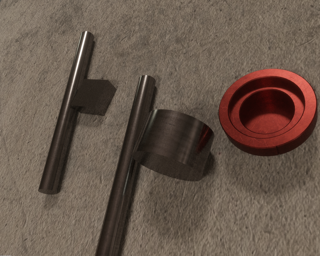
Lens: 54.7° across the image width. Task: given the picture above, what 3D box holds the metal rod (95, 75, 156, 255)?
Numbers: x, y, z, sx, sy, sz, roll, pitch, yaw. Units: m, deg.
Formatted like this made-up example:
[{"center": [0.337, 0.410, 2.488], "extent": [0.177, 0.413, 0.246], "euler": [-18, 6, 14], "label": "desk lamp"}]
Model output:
[{"center": [-0.044, 0.061, 0.387], "extent": [0.025, 0.025, 0.299], "euler": [-3, 60, 26], "label": "metal rod"}]

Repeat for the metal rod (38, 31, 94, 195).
[{"center": [-0.146, -0.041, 0.503], "extent": [0.025, 0.025, 0.299], "euler": [-9, 58, 23], "label": "metal rod"}]

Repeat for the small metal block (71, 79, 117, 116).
[{"center": [-0.104, -0.049, 0.486], "extent": [0.050, 0.025, 0.050], "euler": [8, 65, 31], "label": "small metal block"}]

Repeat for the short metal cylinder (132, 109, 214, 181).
[{"center": [0.015, 0.021, 0.347], "extent": [0.080, 0.080, 0.050], "euler": [7, 66, 31], "label": "short metal cylinder"}]

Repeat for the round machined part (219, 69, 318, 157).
[{"center": [0.118, -0.013, 0.339], "extent": [0.098, 0.042, 0.098], "euler": [-13, 56, 20], "label": "round machined part"}]
